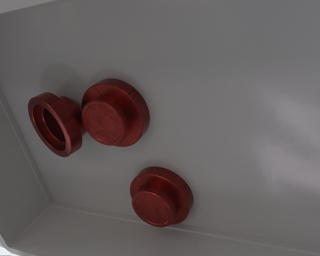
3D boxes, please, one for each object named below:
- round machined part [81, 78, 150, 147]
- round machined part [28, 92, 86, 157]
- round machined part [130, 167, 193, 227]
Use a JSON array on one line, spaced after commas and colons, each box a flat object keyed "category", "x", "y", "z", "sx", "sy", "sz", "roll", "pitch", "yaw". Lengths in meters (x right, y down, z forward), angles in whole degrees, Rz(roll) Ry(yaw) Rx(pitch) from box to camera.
[{"category": "round machined part", "x": -0.067, "y": -0.015, "z": 0.424, "sx": 0.098, "sy": 0.042, "sz": 0.097, "roll": 13, "pitch": 124, "yaw": 21}, {"category": "round machined part", "x": -0.147, "y": -0.009, "z": 0.460, "sx": 0.098, "sy": 0.042, "sz": 0.097, "roll": 25, "pitch": 133, "yaw": 30}, {"category": "round machined part", "x": -0.003, "y": 0.110, "z": 0.467, "sx": 0.098, "sy": 0.042, "sz": 0.097, "roll": 13, "pitch": 124, "yaw": 21}]
